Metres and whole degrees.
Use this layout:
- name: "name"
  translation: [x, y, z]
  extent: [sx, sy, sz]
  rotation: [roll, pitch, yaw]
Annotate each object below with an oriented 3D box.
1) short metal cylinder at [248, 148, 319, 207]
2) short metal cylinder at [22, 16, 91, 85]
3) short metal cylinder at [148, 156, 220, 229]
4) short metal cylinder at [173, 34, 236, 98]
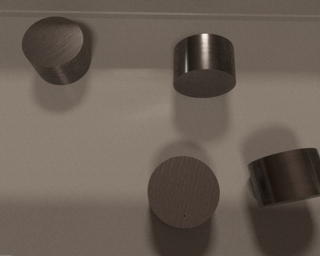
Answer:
- name: "short metal cylinder"
  translation: [0.149, 0.059, 0.361]
  extent: [0.081, 0.080, 0.050]
  rotation: [-9, 71, -4]
- name: "short metal cylinder"
  translation: [-0.142, -0.107, 0.434]
  extent: [0.081, 0.050, 0.080]
  rotation: [0, 70, 0]
- name: "short metal cylinder"
  translation: [0.026, 0.078, 0.368]
  extent: [0.081, 0.050, 0.080]
  rotation: [0, 70, 0]
- name: "short metal cylinder"
  translation: [0.058, -0.079, 0.410]
  extent: [0.081, 0.080, 0.050]
  rotation: [1, 70, 0]
